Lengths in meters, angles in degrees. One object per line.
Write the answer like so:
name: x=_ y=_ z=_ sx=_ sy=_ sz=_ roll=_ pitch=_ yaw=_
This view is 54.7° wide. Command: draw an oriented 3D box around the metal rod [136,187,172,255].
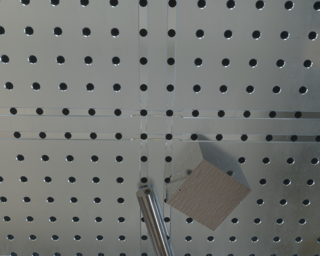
metal rod: x=0.014 y=0.228 z=0.497 sx=0.025 sy=0.025 sz=0.298 roll=-13 pitch=110 yaw=5

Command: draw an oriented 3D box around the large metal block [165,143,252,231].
large metal block: x=0.064 y=0.082 z=0.431 sx=0.080 sy=0.050 sz=0.080 roll=33 pitch=107 yaw=-12
